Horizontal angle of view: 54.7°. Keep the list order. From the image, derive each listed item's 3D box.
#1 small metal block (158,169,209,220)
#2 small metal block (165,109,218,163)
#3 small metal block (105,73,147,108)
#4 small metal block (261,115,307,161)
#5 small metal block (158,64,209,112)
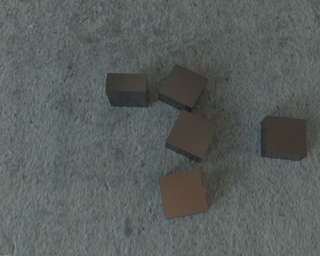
[{"bbox_3d":[0.027,0.082,0.379,0.050,0.025,0.050,-10,70,-4],"label":"small metal block"},{"bbox_3d":[0.040,0.011,0.405,0.050,0.025,0.050,25,72,8],"label":"small metal block"},{"bbox_3d":[-0.043,-0.049,0.412,0.050,0.050,0.025,2,70,0],"label":"small metal block"},{"bbox_3d":[0.161,0.014,0.405,0.050,0.025,0.050,6,70,2],"label":"small metal block"},{"bbox_3d":[0.032,-0.053,0.428,0.050,0.025,0.050,27,72,9],"label":"small metal block"}]
